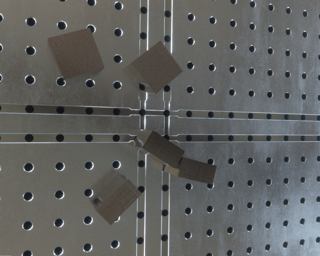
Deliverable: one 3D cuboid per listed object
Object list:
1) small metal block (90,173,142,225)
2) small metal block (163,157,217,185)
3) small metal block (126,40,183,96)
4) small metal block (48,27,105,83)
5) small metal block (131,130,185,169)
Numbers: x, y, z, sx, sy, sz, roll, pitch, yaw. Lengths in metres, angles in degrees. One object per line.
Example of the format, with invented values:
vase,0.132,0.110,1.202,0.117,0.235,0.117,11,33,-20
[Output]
small metal block,-0.055,0.085,0.380,0.050,0.050,0.025,-44,104,-15
small metal block,0.039,0.054,0.415,0.050,0.050,0.025,16,85,-20
small metal block,-0.007,-0.079,0.411,0.050,0.025,0.050,-42,104,-16
small metal block,-0.102,-0.088,0.375,0.050,0.025,0.050,-22,98,-19
small metal block,-0.004,0.026,0.399,0.050,0.050,0.025,34,79,-17
